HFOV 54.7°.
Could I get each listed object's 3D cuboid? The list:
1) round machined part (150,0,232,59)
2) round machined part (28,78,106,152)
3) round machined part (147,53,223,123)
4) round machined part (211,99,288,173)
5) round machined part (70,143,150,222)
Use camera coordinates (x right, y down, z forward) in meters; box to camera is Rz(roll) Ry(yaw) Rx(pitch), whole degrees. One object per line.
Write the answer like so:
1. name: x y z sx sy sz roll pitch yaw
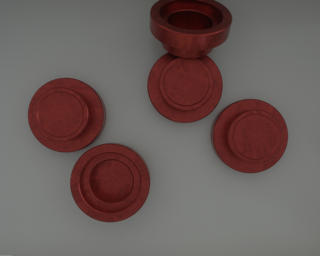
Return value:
1. round machined part: 0.037 -0.124 0.386 0.099 0.042 0.098 2 48 -2
2. round machined part: -0.123 -0.017 0.402 0.099 0.042 0.097 0 90 0
3. round machined part: 0.033 -0.055 0.403 0.099 0.042 0.097 0 90 0
4. round machined part: 0.119 0.011 0.404 0.099 0.042 0.097 0 90 0
5. round machined part: -0.062 0.068 0.402 0.099 0.042 0.097 0 90 0
